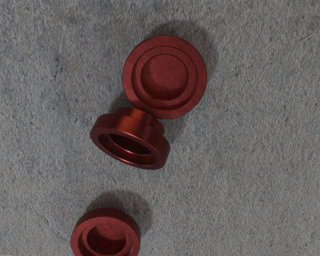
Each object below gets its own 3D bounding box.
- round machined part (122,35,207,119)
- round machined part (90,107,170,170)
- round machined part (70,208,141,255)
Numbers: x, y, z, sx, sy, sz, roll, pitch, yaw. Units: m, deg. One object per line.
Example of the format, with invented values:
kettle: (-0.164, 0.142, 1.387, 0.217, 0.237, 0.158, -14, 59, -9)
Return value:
round machined part: (0.006, -0.063, 0.377, 0.099, 0.042, 0.097, 0, 110, 0)
round machined part: (-0.033, 0.010, 0.386, 0.098, 0.042, 0.098, 18, 152, 10)
round machined part: (-0.078, 0.159, 0.458, 0.099, 0.042, 0.097, 0, 110, 0)
